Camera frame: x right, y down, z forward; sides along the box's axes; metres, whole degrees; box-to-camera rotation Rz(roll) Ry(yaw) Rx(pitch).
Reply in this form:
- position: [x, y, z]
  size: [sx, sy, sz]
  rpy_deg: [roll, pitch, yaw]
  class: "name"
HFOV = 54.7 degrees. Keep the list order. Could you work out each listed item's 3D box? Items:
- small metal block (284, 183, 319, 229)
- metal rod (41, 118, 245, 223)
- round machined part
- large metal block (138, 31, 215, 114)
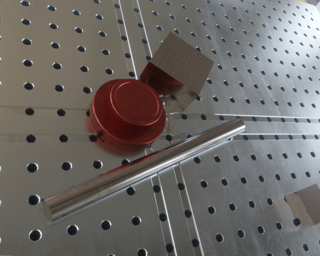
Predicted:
- position: [0.221, 0.115, 0.460]
  size: [0.050, 0.025, 0.050]
  rpy_deg: [-9, 67, -33]
  class: "small metal block"
- position: [0.006, 0.038, 0.389]
  size: [0.302, 0.025, 0.025]
  rpy_deg: [-20, 73, -36]
  class: "metal rod"
- position: [-0.036, -0.024, 0.393]
  size: [0.099, 0.042, 0.098]
  rpy_deg: [14, 56, -21]
  class: "round machined part"
- position: [0.023, -0.082, 0.457]
  size: [0.080, 0.050, 0.080]
  rpy_deg: [34, 51, -7]
  class: "large metal block"
